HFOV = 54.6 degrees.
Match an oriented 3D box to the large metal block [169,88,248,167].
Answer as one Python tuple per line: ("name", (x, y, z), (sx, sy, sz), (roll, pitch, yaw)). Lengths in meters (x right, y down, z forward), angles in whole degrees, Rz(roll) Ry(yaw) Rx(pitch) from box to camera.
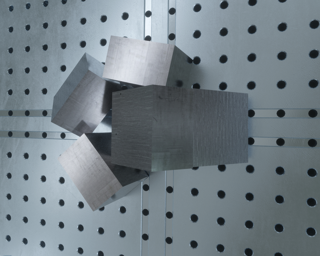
("large metal block", (0.054, 0.000, 0.356), (0.050, 0.081, 0.080), (-1, 89, 57))

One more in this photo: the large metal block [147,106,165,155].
("large metal block", (-0.009, -0.002, 0.403), (0.080, 0.050, 0.080), (1, 90, 20))

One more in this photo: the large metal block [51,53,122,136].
("large metal block", (-0.098, -0.044, 0.412), (0.050, 0.080, 0.080), (32, 105, -28))

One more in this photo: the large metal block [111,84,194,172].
("large metal block", (-0.010, 0.000, 0.329), (0.080, 0.050, 0.080), (0, 89, 54))

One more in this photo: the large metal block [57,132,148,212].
("large metal block", (-0.072, 0.053, 0.408), (0.050, 0.080, 0.080), (-41, 78, 15))

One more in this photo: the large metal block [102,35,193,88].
("large metal block", (-0.012, -0.075, 0.388), (0.080, 0.080, 0.050), (14, 95, 20))
